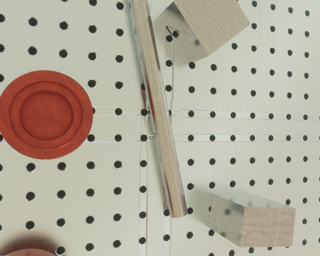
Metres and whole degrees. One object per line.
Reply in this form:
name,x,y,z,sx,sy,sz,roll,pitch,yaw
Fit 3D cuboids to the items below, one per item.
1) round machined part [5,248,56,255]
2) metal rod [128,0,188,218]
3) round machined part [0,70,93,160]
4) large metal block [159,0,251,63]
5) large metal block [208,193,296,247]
round machined part,-0.151,0.184,0.348,0.099,0.042,0.097,0,90,-20
metal rod,-0.002,-0.029,0.411,0.025,0.025,0.298,-12,94,-20
round machined part,-0.130,-0.014,0.356,0.099,0.042,0.097,0,90,-20
large metal block,0.061,-0.148,0.421,0.080,0.050,0.080,-39,103,-16
large metal block,0.124,0.125,0.429,0.081,0.080,0.050,7,88,-20
